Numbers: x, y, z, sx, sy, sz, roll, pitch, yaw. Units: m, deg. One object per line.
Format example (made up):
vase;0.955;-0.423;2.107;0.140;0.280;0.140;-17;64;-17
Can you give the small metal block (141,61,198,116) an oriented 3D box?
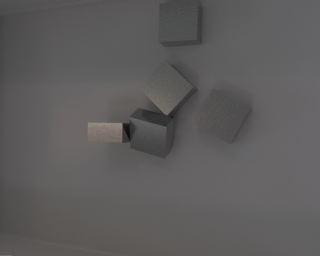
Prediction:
small metal block;0.012;-0.050;0.406;0.050;0.025;0.050;46;104;14

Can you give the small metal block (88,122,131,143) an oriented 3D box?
small metal block;-0.062;0.006;0.419;0.050;0.050;0.025;1;91;20

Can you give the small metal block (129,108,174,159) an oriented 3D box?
small metal block;-0.011;0.007;0.402;0.050;0.025;0.050;15;126;19

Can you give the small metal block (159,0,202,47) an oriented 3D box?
small metal block;0.027;-0.134;0.401;0.050;0.025;0.050;2;91;20

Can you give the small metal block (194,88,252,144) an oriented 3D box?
small metal block;0.078;-0.014;0.383;0.050;0.025;0.050;30;100;17
